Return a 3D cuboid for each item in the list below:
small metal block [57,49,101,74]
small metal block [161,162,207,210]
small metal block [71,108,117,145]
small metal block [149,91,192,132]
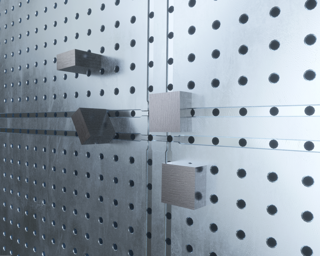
[{"bbox_3d":[-0.131,-0.107,0.503,0.050,0.050,0.025,-2,89,40],"label":"small metal block"},{"bbox_3d":[0.029,0.070,0.386,0.050,0.025,0.050,2,91,40],"label":"small metal block"},{"bbox_3d":[-0.102,-0.003,0.479,0.025,0.050,0.050,-40,66,33],"label":"small metal block"},{"bbox_3d":[0.013,-0.020,0.400,0.050,0.025,0.050,-1,90,40],"label":"small metal block"}]
